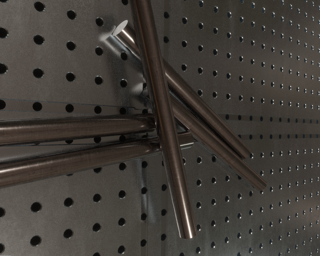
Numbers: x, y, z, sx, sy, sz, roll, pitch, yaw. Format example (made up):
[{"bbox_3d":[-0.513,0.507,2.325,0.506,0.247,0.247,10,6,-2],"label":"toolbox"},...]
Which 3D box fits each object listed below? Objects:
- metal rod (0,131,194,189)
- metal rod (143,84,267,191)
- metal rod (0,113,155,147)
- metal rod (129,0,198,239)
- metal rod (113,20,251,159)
[{"bbox_3d":[-0.076,0.033,0.347,0.302,0.025,0.025,-8,96,-40],"label":"metal rod"},{"bbox_3d":[0.085,0.026,0.483,0.301,0.025,0.025,38,66,-34],"label":"metal rod"},{"bbox_3d":[-0.128,0.003,0.302,0.302,0.025,0.025,-5,94,-40],"label":"metal rod"},{"bbox_3d":[0.007,-0.004,0.382,0.025,0.025,0.298,-20,103,-39],"label":"metal rod"},{"bbox_3d":[0.049,-0.038,0.452,0.301,0.025,0.025,40,66,-33],"label":"metal rod"}]
